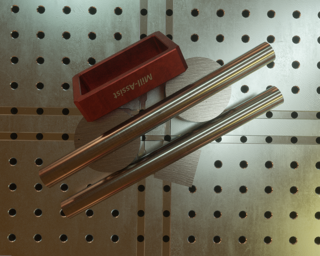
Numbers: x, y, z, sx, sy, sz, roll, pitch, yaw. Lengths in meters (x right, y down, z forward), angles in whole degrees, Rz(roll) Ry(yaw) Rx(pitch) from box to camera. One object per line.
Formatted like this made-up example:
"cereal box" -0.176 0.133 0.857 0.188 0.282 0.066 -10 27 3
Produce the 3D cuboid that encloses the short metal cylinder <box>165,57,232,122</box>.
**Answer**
"short metal cylinder" 0.047 -0.047 0.402 0.081 0.050 0.079 0 90 -1

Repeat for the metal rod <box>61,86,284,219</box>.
"metal rod" 0.016 0.030 0.387 0.301 0.025 0.025 -29 90 -1

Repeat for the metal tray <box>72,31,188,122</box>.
"metal tray" -0.041 -0.067 0.379 0.130 0.090 0.030 -29 122 -1

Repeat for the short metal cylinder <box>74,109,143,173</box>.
"short metal cylinder" -0.064 0.014 0.400 0.081 0.050 0.079 0 90 -1

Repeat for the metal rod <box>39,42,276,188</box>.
"metal rod" -0.003 -0.016 0.362 0.301 0.025 0.025 -30 90 -1

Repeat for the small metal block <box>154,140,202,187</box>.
"small metal block" 0.023 0.046 0.413 0.050 0.025 0.050 15 90 -1
